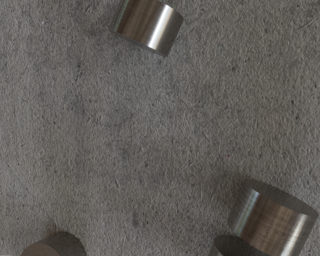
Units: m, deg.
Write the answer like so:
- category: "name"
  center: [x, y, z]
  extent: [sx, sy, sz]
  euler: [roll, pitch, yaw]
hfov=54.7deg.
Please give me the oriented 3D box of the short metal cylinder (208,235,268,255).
- category: "short metal cylinder"
  center: [0.090, 0.165, 0.348]
  extent: [0.080, 0.080, 0.050]
  euler: [21, 97, 18]

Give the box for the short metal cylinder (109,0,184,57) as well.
- category: "short metal cylinder"
  center: [-0.017, -0.128, 0.386]
  extent: [0.080, 0.080, 0.050]
  euler: [27, 99, 18]

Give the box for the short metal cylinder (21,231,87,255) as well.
- category: "short metal cylinder"
  center: [-0.155, 0.198, 0.450]
  extent: [0.080, 0.050, 0.080]
  euler: [0, 90, 20]

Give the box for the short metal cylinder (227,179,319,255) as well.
- category: "short metal cylinder"
  center: [0.121, 0.097, 0.337]
  extent: [0.080, 0.080, 0.050]
  euler: [24, 98, 18]
